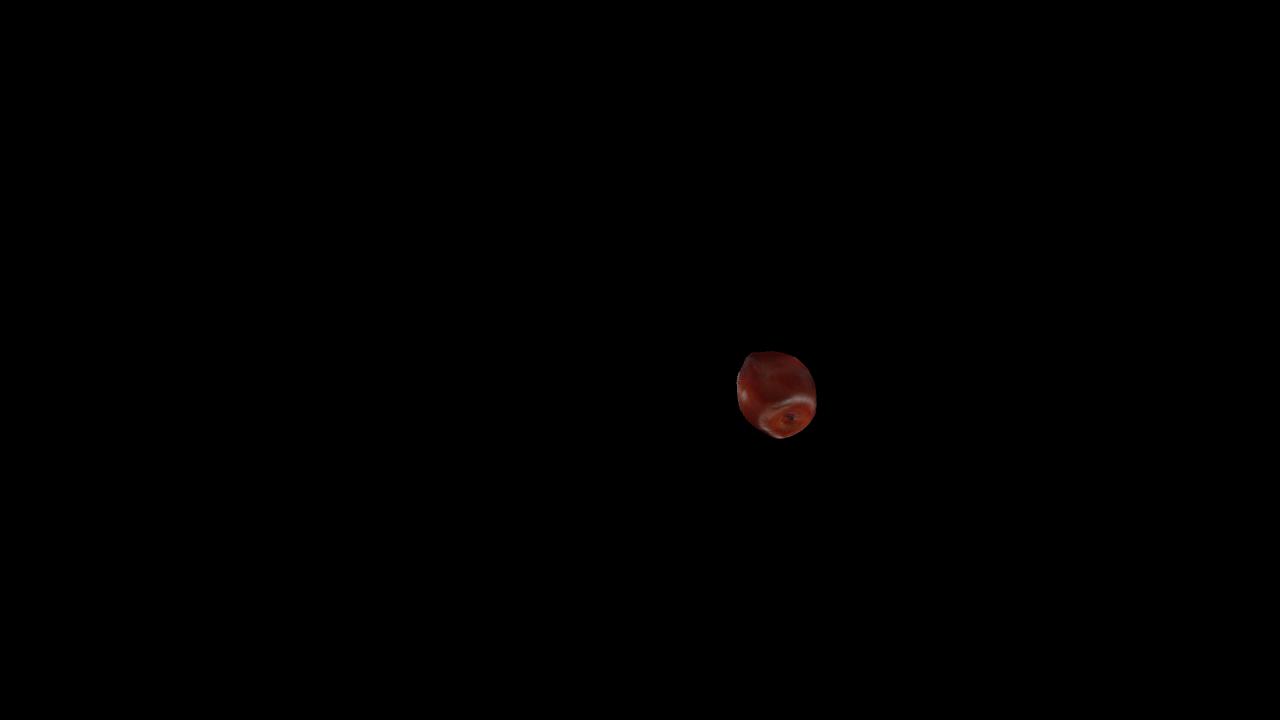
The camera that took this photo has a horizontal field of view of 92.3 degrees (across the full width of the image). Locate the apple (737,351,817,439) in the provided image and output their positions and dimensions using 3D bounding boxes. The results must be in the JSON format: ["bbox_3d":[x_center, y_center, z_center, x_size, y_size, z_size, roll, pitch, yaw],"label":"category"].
[{"bbox_3d":[0.136,0.032,0.617,0.079,0.079,0.093,0,36,-15],"label":"apple"}]
